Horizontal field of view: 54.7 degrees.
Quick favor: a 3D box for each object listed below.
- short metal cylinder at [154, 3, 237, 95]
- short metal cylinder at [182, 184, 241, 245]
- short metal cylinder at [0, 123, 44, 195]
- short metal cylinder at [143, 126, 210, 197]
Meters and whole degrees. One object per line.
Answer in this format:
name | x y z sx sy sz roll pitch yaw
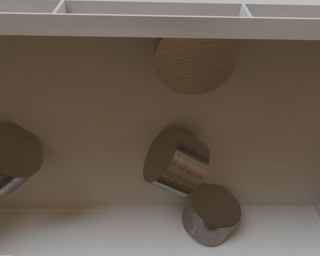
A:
short metal cylinder | 0.035 -0.082 0.324 0.081 0.050 0.079 0 130 0
short metal cylinder | 0.081 0.136 0.490 0.081 0.080 0.050 10 129 -9
short metal cylinder | -0.203 0.041 0.405 0.050 0.080 0.080 -37 122 27
short metal cylinder | 0.020 0.044 0.411 0.050 0.080 0.080 28 125 -22
